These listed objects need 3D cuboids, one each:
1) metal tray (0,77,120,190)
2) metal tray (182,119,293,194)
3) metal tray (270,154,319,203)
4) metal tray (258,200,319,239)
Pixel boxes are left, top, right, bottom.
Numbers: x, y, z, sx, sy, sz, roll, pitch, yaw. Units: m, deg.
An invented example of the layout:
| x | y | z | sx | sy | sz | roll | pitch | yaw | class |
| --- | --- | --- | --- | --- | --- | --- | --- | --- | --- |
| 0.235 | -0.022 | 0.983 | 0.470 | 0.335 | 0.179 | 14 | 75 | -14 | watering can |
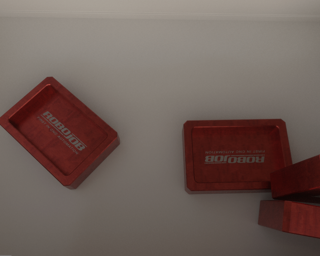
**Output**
| x | y | z | sx | sy | sz | roll | pitch | yaw | class |
| --- | --- | --- | --- | --- | --- | --- | --- | --- | --- |
| -0.129 | 0.004 | 0.403 | 0.130 | 0.030 | 0.090 | 40 | 74 | 13 | metal tray |
| 0.096 | 0.036 | 0.394 | 0.131 | 0.030 | 0.090 | -1 | 70 | -1 | metal tray |
| 0.200 | 0.060 | 0.331 | 0.131 | 0.090 | 0.030 | 8 | 68 | -13 | metal tray |
| 0.185 | 0.105 | 0.337 | 0.131 | 0.090 | 0.030 | 10 | 77 | 3 | metal tray |
